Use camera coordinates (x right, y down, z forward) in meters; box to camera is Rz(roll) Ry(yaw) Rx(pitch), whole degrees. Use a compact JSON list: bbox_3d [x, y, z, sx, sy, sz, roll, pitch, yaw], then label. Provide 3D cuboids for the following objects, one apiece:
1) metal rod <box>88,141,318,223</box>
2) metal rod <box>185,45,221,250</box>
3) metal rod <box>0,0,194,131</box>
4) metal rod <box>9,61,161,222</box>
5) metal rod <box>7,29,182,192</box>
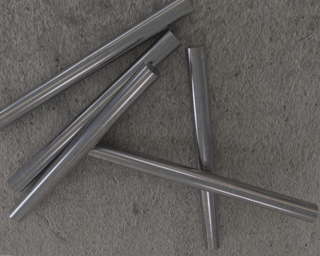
[{"bbox_3d":[0.053,0.068,0.409,0.301,0.025,0.025,16,110,4],"label":"metal rod"},{"bbox_3d":[0.062,0.041,0.425,0.025,0.025,0.298,-7,110,2],"label":"metal rod"},{"bbox_3d":[-0.096,-0.072,0.381,0.300,0.025,0.025,-29,108,10],"label":"metal rod"},{"bbox_3d":[-0.109,0.031,0.402,0.025,0.025,0.299,41,112,-14],"label":"metal rod"},{"bbox_3d":[-0.093,-0.014,0.403,0.300,0.025,0.025,-40,105,13],"label":"metal rod"}]
